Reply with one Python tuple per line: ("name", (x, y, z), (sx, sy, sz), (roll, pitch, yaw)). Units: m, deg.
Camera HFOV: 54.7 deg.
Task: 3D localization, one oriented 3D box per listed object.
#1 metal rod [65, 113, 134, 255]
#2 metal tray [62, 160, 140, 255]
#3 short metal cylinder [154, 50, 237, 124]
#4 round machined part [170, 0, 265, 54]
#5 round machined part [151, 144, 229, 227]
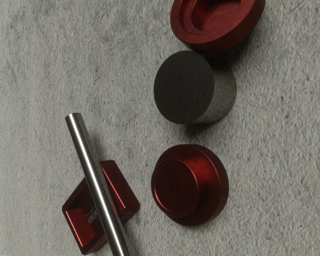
("metal rod", (-0.072, 0.112, 0.422), (0.025, 0.025, 0.299), (-38, 67, 33))
("metal tray", (-0.096, 0.122, 0.477), (0.129, 0.030, 0.090), (-50, 61, 28))
("short metal cylinder", (0.040, -0.044, 0.355), (0.080, 0.050, 0.079), (0, 90, 39))
("round machined part", (0.063, -0.123, 0.329), (0.098, 0.042, 0.098), (-13, 66, 32))
("round machined part", (0.028, 0.068, 0.369), (0.098, 0.042, 0.097), (0, 90, 39))
